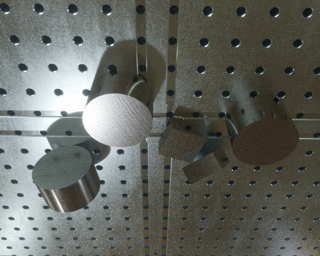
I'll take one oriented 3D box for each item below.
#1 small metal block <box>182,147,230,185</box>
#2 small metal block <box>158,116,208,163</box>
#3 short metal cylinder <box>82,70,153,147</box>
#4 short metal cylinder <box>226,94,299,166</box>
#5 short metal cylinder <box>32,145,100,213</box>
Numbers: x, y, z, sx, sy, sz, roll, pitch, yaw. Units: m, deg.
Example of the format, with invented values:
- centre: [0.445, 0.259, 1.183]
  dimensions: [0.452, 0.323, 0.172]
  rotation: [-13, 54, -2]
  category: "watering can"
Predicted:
- centre: [0.066, 0.052, 0.438]
  dimensions: [0.050, 0.050, 0.025]
  rotation: [-32, 82, 24]
  category: "small metal block"
- centre: [0.030, 0.017, 0.426]
  dimensions: [0.050, 0.025, 0.050]
  rotation: [16, 128, -14]
  category: "small metal block"
- centre: [-0.048, -0.023, 0.375]
  dimensions: [0.081, 0.050, 0.079]
  rotation: [0, 130, 0]
  category: "short metal cylinder"
- centre: [0.129, 0.003, 0.399]
  dimensions: [0.081, 0.050, 0.079]
  rotation: [0, 130, 0]
  category: "short metal cylinder"
- centre: [-0.129, 0.070, 0.434]
  dimensions: [0.080, 0.080, 0.050]
  rotation: [-5, 130, 4]
  category: "short metal cylinder"
